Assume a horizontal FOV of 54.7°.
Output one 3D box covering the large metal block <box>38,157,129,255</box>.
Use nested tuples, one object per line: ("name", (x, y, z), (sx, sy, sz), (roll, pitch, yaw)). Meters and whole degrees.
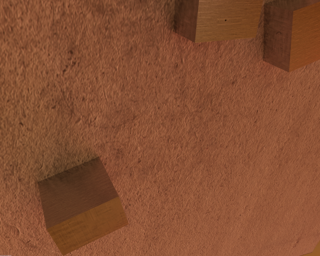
("large metal block", (-0.094, 0.091, 0.376), (0.081, 0.080, 0.050), (-22, 127, -15))

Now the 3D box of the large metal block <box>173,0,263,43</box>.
("large metal block", (0.064, -0.142, 0.337), (0.081, 0.050, 0.079), (-11, 123, -22))

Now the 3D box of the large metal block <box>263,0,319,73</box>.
("large metal block", (0.187, -0.131, 0.412), (0.081, 0.050, 0.080), (-23, 127, -14))
